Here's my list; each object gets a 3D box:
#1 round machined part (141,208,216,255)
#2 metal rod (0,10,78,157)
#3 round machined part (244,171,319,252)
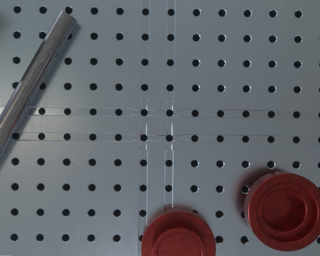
[{"bbox_3d":[0.024,0.158,0.405,0.099,0.042,0.097,0,90,0],"label":"round machined part"},{"bbox_3d":[-0.195,-0.019,0.411,0.025,0.025,0.299,30,90,0],"label":"metal rod"},{"bbox_3d":[0.159,0.105,0.406,0.099,0.042,0.097,0,90,0],"label":"round machined part"}]
